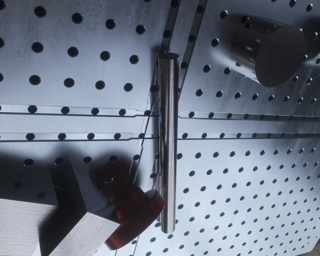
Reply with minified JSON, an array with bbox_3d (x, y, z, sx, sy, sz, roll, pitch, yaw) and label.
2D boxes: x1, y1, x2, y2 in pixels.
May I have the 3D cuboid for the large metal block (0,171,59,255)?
[{"bbox_3d":[-0.177,0.100,0.360,0.080,0.050,0.080,20,108,-36],"label":"large metal block"}]

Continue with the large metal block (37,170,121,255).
[{"bbox_3d":[-0.106,0.114,0.388,0.080,0.080,0.050,-49,128,6],"label":"large metal block"}]

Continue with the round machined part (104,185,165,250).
[{"bbox_3d":[-0.044,0.115,0.424,0.098,0.098,0.042,-38,93,-2],"label":"round machined part"}]

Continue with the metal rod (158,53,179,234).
[{"bbox_3d":[0.012,0.042,0.443,0.025,0.025,0.298,-14,124,-21],"label":"metal rod"}]

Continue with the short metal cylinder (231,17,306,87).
[{"bbox_3d":[0.142,-0.100,0.410,0.081,0.050,0.079,-14,124,-21],"label":"short metal cylinder"}]
